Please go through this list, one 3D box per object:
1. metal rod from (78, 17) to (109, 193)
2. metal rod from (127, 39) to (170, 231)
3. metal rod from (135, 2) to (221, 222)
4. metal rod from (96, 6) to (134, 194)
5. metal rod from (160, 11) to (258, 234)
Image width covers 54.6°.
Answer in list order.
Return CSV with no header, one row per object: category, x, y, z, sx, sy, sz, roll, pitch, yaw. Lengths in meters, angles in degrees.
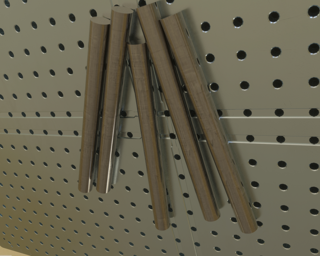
metal rod,-0.101,-0.012,0.457,0.025,0.025,0.298,24,127,13
metal rod,-0.011,0.029,0.435,0.025,0.025,0.298,8,122,24
metal rod,0.030,-0.003,0.394,0.025,0.025,0.299,-5,116,31
metal rod,-0.069,-0.016,0.439,0.025,0.025,0.298,23,127,14
metal rod,0.068,0.009,0.381,0.025,0.025,0.299,-10,113,33
